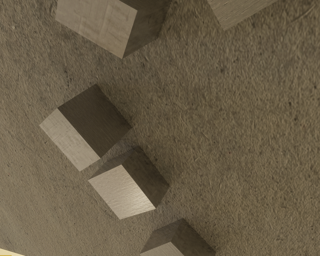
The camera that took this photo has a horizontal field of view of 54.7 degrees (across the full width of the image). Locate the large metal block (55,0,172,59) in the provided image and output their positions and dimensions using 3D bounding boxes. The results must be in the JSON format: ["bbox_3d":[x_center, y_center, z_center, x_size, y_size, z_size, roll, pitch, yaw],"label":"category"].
[{"bbox_3d":[-0.045,-0.124,0.319,0.080,0.080,0.050,32,129,7],"label":"large metal block"}]

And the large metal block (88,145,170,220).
[{"bbox_3d":[-0.046,0.083,0.467,0.080,0.050,0.080,-28,103,37],"label":"large metal block"}]

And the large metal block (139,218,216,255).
[{"bbox_3d":[0.029,0.203,0.501,0.080,0.050,0.080,47,129,-5],"label":"large metal block"}]

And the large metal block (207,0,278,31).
[{"bbox_3d":[0.076,-0.143,0.262,0.080,0.050,0.080,-23,106,36],"label":"large metal block"}]

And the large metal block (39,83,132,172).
[{"bbox_3d":[-0.098,-0.002,0.422,0.050,0.080,0.080,-32,101,38],"label":"large metal block"}]
